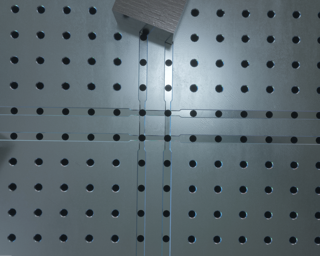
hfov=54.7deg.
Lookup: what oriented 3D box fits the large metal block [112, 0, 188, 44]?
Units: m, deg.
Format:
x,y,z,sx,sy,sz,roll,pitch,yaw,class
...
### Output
x,y,z,sx,sy,sz,roll,pitch,yaw,class
-0.007,-0.166,0.401,0.080,0.050,0.080,21,90,-1,large metal block
